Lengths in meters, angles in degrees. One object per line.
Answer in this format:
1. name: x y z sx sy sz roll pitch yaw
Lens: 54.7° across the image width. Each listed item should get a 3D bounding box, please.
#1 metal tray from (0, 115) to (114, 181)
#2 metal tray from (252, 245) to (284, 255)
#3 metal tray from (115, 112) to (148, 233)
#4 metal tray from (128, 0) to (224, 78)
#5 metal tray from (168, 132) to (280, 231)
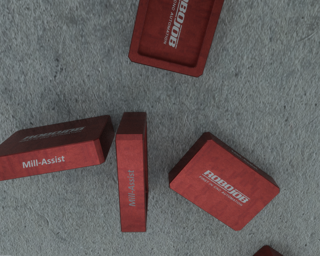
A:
1. metal tray: -0.128 0.021 0.381 0.131 0.090 0.030 -10 110 3
2. metal tray: 0.192 0.259 0.503 0.130 0.030 0.090 36 106 -13
3. metal tray: -0.032 0.053 0.394 0.030 0.090 0.129 0 110 0
4. metal tray: 0.021 -0.133 0.358 0.091 0.030 0.129 13 110 -5
5. metal tray: 0.089 0.077 0.436 0.130 0.030 0.090 35 106 -12
